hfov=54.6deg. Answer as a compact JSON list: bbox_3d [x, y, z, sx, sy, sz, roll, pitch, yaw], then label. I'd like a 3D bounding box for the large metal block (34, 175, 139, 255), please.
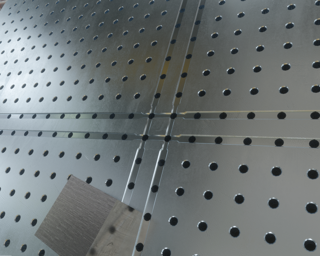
[{"bbox_3d":[-0.086,0.113,0.369,0.080,0.050,0.080,18,71,35],"label":"large metal block"}]
